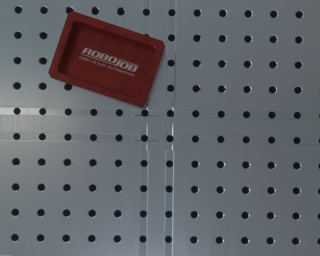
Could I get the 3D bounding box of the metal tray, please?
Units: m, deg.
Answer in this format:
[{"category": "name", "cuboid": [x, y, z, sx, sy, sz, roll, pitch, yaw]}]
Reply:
[{"category": "metal tray", "cuboid": [-0.068, -0.088, 0.410, 0.131, 0.030, 0.090, 18, 90, 0]}]
